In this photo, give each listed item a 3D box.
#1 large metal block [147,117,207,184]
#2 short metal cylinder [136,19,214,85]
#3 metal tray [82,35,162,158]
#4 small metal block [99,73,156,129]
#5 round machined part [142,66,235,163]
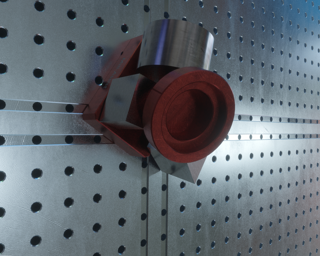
[{"bbox_3d":[0.033,0.015,0.399,0.080,0.050,0.080,-63,156,-21],"label":"large metal block"},{"bbox_3d":[0.017,-0.080,0.350,0.081,0.080,0.050,17,79,-39],"label":"short metal cylinder"},{"bbox_3d":[-0.024,-0.040,0.388,0.090,0.030,0.130,42,64,-32],"label":"metal tray"},{"bbox_3d":[-0.033,-0.026,0.325,0.025,0.050,0.050,25,74,-38],"label":"small metal block"},{"bbox_3d":[0.026,-0.016,0.325,0.099,0.042,0.097,-11,115,-24],"label":"round machined part"}]
